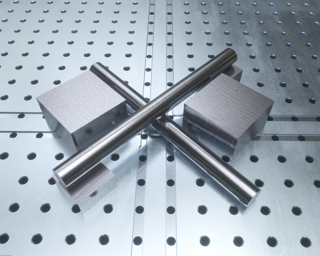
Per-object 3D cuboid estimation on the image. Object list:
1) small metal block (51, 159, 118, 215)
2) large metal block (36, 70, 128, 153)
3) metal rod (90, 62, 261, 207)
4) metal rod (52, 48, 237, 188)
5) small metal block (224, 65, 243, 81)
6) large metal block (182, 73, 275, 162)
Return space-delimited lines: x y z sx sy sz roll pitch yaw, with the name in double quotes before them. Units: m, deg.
"small metal block" -0.086 0.061 0.356 0.050 0.025 0.050 37 59 27
"large metal block" -0.100 -0.021 0.408 0.080 0.050 0.080 -36 59 -26
"metal rod" 0.002 -0.007 0.412 0.025 0.025 0.300 -35 59 -26
"metal rod" 0.000 -0.028 0.398 0.025 0.025 0.302 37 59 27
"small metal block" 0.089 -0.080 0.476 0.050 0.025 0.050 -37 59 -27
"large metal block" 0.087 -0.016 0.406 0.080 0.050 0.080 36 58 26
